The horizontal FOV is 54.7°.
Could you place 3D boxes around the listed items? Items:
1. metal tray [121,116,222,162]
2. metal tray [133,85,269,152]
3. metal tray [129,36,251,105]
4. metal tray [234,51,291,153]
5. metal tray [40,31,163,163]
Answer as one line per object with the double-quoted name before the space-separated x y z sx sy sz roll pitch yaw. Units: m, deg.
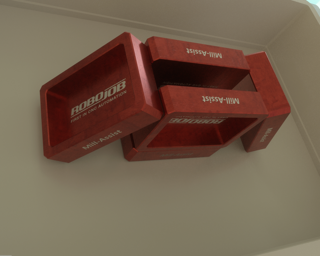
"metal tray" 0.011 -0.006 0.410 0.131 0.030 0.090 0 62 -29
"metal tray" 0.044 -0.007 0.351 0.131 0.090 0.030 0 62 -29
"metal tray" 0.031 -0.061 0.376 0.131 0.090 0.030 0 62 -28
"metal tray" 0.130 -0.030 0.426 0.030 0.130 0.090 -13 66 -1
"metal tray" -0.067 -0.028 0.320 0.030 0.130 0.090 26 45 -55
